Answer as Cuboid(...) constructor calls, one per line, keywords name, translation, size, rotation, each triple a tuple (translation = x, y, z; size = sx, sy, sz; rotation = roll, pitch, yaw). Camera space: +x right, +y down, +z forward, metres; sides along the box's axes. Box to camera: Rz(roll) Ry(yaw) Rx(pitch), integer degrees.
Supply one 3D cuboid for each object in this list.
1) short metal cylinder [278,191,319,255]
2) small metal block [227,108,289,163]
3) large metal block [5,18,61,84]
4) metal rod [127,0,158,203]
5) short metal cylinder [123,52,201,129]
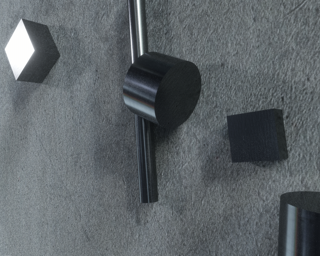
Cuboid(name="short metal cylinder", translation=(0.140, 0.086, 0.253), size=(0.080, 0.081, 0.050), rotation=(3, 92, 39))
Cuboid(name="small metal block", translation=(0.100, 0.009, 0.321), size=(0.050, 0.025, 0.050), rotation=(-9, 84, 39))
Cuboid(name="large metal block", translation=(-0.242, -0.143, 0.584), size=(0.080, 0.050, 0.080), rotation=(-42, 65, 31))
Cuboid(name="metal rod", translation=(-0.025, -0.050, 0.423), size=(0.025, 0.025, 0.298), rotation=(-7, 86, 39))
Cuboid(name="short metal cylinder", translation=(0.004, -0.045, 0.364), size=(0.050, 0.081, 0.079), rotation=(26, 106, 37))
